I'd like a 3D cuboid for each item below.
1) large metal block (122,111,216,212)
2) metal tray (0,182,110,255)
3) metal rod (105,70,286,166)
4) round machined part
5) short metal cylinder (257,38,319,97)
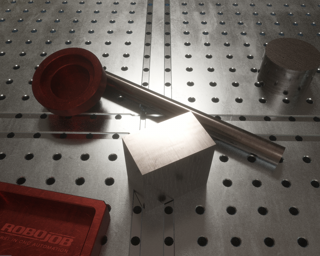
[{"bbox_3d":[0.008,0.038,0.340,0.081,0.080,0.050,-21,53,-17],"label":"large metal block"},{"bbox_3d":[-0.126,0.109,0.310,0.131,0.030,0.090,9,50,7],"label":"metal tray"},{"bbox_3d":[0.020,-0.025,0.428,0.301,0.025,0.025,25,54,19],"label":"metal rod"},{"bbox_3d":[-0.122,-0.060,0.433,0.099,0.042,0.098,-3,67,7],"label":"round machined part"},{"bbox_3d":[0.195,-0.094,0.473,0.081,0.050,0.080,0,50,0],"label":"short metal cylinder"}]
